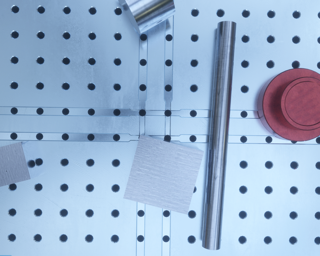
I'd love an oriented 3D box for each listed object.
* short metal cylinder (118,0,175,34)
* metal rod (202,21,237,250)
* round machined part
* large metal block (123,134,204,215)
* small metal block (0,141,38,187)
[{"bbox_3d":[-0.023,-0.165,0.386,0.050,0.080,0.080,-31,90,0],"label":"short metal cylinder"},{"bbox_3d":[0.079,0.010,0.414,0.025,0.025,0.298,4,90,-1],"label":"metal rod"},{"bbox_3d":[0.184,-0.031,0.407,0.099,0.042,0.097,0,90,-1],"label":"round machined part"},{"bbox_3d":[0.004,0.057,0.401,0.080,0.050,0.080,15,90,-1],"label":"large metal block"},{"bbox_3d":[-0.197,0.048,0.411,0.050,0.025,0.050,-14,90,-1],"label":"small metal block"}]
